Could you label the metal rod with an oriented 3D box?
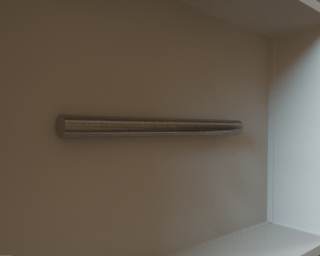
[{"bbox_3d":[0.013,-0.001,0.417,0.302,0.025,0.025,0,90,-40],"label":"metal rod"}]
